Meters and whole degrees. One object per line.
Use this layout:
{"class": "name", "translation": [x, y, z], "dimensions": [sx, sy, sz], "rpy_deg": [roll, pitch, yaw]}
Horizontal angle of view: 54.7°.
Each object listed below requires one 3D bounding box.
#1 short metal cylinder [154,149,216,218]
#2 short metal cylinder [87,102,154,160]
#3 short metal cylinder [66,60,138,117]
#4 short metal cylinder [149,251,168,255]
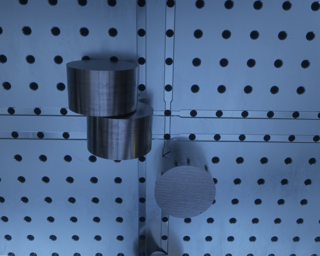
{"class": "short metal cylinder", "translation": [0.033, 0.076, 0.429], "dimensions": [0.081, 0.050, 0.079], "rpy_deg": [0, 110, -1]}
{"class": "short metal cylinder", "translation": [-0.049, 0.000, 0.383], "dimensions": [0.081, 0.080, 0.050], "rpy_deg": [3, 110, -2]}
{"class": "short metal cylinder", "translation": [-0.067, -0.050, 0.365], "dimensions": [0.081, 0.080, 0.050], "rpy_deg": [3, 110, -2]}
{"class": "short metal cylinder", "translation": [-0.003, 0.239, 0.472], "dimensions": [0.080, 0.080, 0.050], "rpy_deg": [41, 105, -14]}
